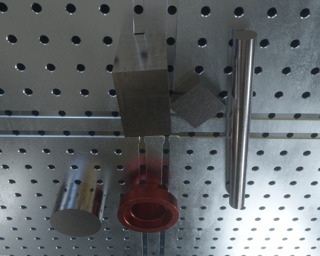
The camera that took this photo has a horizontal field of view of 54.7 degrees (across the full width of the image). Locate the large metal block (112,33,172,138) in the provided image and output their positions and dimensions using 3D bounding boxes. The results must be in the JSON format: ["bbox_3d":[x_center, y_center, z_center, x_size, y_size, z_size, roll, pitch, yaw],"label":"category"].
[{"bbox_3d":[-0.016,-0.047,0.335,0.050,0.080,0.079,-3,130,2],"label":"large metal block"}]

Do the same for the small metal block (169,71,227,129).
[{"bbox_3d":[0.046,-0.034,0.384,0.050,0.025,0.050,-37,122,26],"label":"small metal block"}]

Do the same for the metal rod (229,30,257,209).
[{"bbox_3d":[0.110,0.014,0.424,0.025,0.025,0.298,-6,130,4],"label":"metal rod"}]

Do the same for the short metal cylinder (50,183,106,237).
[{"bbox_3d":[-0.133,0.135,0.508,0.081,0.050,0.079,-1,131,0],"label":"short metal cylinder"}]

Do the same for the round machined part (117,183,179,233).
[{"bbox_3d":[-0.019,0.128,0.509,0.099,0.042,0.097,-1,130,0],"label":"round machined part"}]
